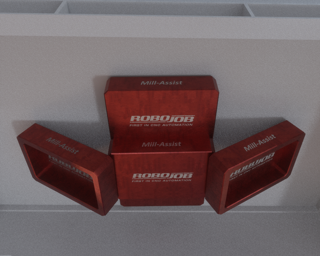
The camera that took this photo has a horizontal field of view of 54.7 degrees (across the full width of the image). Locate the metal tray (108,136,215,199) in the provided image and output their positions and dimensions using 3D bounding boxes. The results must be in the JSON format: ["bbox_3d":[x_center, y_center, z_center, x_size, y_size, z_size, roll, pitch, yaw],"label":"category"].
[{"bbox_3d":[0.003,0.054,0.410,0.131,0.030,0.089,-1,130,0],"label":"metal tray"}]

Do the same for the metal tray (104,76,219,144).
[{"bbox_3d":[0.002,-0.018,0.387,0.131,0.030,0.089,-1,130,0],"label":"metal tray"}]

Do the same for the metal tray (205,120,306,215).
[{"bbox_3d":[0.123,0.051,0.407,0.131,0.030,0.089,-21,134,-21],"label":"metal tray"}]

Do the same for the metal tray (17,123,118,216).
[{"bbox_3d":[-0.120,0.055,0.409,0.130,0.030,0.089,21,135,21],"label":"metal tray"}]

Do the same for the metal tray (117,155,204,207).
[{"bbox_3d":[0.003,0.080,0.470,0.131,0.030,0.089,-1,130,0],"label":"metal tray"}]
